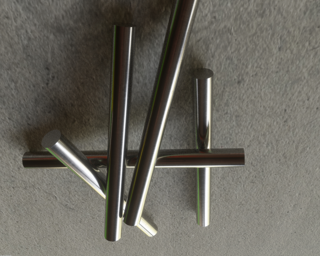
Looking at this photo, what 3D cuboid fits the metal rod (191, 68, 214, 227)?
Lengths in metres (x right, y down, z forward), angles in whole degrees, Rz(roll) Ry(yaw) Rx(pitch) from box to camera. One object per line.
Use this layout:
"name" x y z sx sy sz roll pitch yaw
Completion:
"metal rod" 0.063 0.051 0.451 0.025 0.025 0.298 -4 130 3

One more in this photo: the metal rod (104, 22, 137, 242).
"metal rod" -0.053 0.025 0.386 0.025 0.025 0.298 5 117 -5

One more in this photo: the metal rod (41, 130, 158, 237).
"metal rod" -0.069 0.099 0.457 0.025 0.025 0.299 -17 139 13

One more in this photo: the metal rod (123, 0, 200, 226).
"metal rod" -0.006 0.000 0.367 0.025 0.025 0.298 10 117 -9

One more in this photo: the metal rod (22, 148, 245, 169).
"metal rod" -0.041 0.042 0.422 0.302 0.025 0.025 -2 131 8
